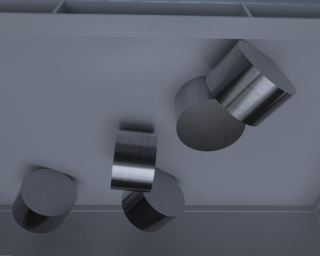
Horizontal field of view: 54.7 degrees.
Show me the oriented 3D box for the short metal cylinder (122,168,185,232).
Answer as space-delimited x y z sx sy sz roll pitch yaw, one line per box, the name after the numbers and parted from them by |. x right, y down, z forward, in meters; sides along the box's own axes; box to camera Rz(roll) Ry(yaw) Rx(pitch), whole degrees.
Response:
-0.010 0.108 0.465 0.080 0.080 0.050 29 124 -23 | short metal cylinder

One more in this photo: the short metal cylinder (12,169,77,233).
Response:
-0.172 0.108 0.463 0.080 0.080 0.050 24 126 -19 | short metal cylinder

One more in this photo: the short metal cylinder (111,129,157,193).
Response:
-0.035 0.043 0.409 0.050 0.080 0.079 7 130 -6 | short metal cylinder

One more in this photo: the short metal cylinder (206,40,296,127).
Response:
0.097 -0.048 0.334 0.080 0.080 0.050 27 125 -22 | short metal cylinder

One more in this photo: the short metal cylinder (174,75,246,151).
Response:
0.059 -0.017 0.379 0.081 0.050 0.079 0 130 0 | short metal cylinder
